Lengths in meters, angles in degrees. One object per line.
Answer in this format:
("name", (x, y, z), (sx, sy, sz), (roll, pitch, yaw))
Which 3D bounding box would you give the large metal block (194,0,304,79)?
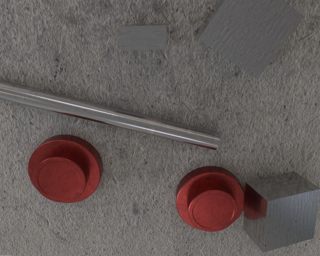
("large metal block", (0.097, -0.116, 0.355), (0.080, 0.050, 0.080), (31, 107, -11))

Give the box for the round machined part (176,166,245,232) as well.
("round machined part", (0.073, 0.107, 0.441), (0.099, 0.042, 0.097), (0, 110, 0))

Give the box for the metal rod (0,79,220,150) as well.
("metal rod", (-0.070, -0.017, 0.402), (0.302, 0.025, 0.025), (13, 110, -5))

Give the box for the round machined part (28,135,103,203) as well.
("round machined part", (-0.131, 0.062, 0.422), (0.099, 0.042, 0.097), (0, 110, 0))

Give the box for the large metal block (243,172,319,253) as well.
("large metal block", (0.166, 0.114, 0.429), (0.081, 0.050, 0.079), (-9, 111, -15))

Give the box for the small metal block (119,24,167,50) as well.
("small metal block", (-0.018, -0.106, 0.357), (0.050, 0.050, 0.025), (-2, 110, 0))
